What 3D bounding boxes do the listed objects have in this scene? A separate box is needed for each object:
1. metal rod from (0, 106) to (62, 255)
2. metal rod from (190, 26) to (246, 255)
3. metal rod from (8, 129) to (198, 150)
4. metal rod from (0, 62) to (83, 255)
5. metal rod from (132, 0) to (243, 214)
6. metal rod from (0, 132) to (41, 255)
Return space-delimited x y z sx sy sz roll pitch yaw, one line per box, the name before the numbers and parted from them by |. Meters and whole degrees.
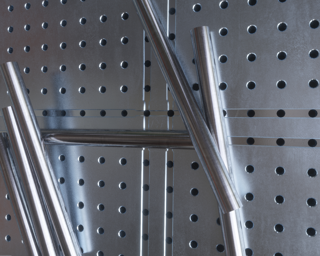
metal rod | -0.183 0.114 0.461 0.025 0.025 0.299 -15 91 19
metal rod | 0.073 0.023 0.387 0.025 0.025 0.299 -10 87 20
metal rod | -0.092 0.014 0.445 0.301 0.025 0.025 0 90 20
metal rod | -0.172 0.051 0.452 0.025 0.025 0.299 -17 93 19
metal rod | 0.028 -0.042 0.386 0.025 0.025 0.299 -27 75 18
metal rod | -0.210 0.150 0.487 0.025 0.025 0.299 -24 82 18
